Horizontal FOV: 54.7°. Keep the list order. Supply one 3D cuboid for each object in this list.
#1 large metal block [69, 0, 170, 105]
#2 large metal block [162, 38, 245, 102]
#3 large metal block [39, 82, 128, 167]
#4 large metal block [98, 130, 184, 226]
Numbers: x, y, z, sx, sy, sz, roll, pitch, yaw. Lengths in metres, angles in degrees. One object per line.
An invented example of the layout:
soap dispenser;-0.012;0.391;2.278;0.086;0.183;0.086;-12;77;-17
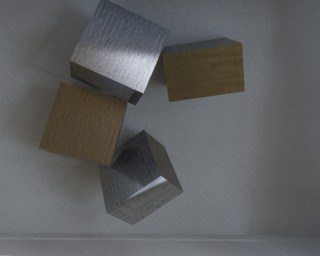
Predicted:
large metal block;-0.045;-0.083;0.348;0.080;0.050;0.080;24;75;-9
large metal block;0.046;-0.070;0.356;0.080;0.080;0.050;-8;110;3
large metal block;-0.089;-0.001;0.378;0.080;0.050;0.080;15;78;-6
large metal block;-0.028;0.063;0.397;0.080;0.080;0.050;-36;133;12
